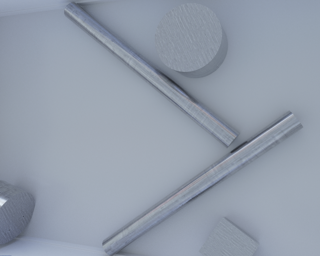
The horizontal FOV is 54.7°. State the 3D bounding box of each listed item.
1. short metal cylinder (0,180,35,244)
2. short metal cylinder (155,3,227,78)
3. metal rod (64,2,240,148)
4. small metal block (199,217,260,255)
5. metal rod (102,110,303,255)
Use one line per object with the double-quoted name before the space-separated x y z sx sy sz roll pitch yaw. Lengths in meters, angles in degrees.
"short metal cylinder" -0.237 0.124 0.463 0.050 0.080 0.080 19 96 19
"short metal cylinder" 0.040 -0.105 0.383 0.080 0.050 0.079 0 90 19
"metal rod" -0.020 -0.079 0.416 0.300 0.025 0.025 41 103 15
"small metal block" 0.083 0.143 0.372 0.050 0.025 0.050 35 88 22
"metal rod" 0.042 0.078 0.394 0.300 0.025 0.025 -38 78 15
